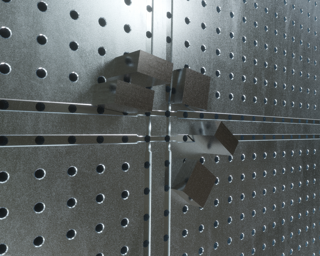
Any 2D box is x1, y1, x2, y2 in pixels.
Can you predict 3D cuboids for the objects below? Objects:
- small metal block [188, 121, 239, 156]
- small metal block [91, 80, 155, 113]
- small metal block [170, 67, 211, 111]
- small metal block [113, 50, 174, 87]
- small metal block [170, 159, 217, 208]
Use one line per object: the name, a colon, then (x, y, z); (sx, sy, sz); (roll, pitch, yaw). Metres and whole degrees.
small metal block: (0.079, 0.015, 0.458); (0.050, 0.050, 0.025); (44, 64, -31)
small metal block: (-0.043, -0.034, 0.356); (0.050, 0.050, 0.025); (12, 83, -39)
small metal block: (0.044, -0.054, 0.445); (0.050, 0.025, 0.050); (12, 82, -39)
small metal block: (-0.020, -0.070, 0.375); (0.050, 0.050, 0.025); (13, 82, -39)
small metal block: (0.050, 0.080, 0.450); (0.050, 0.025, 0.050); (44, 64, -31)
